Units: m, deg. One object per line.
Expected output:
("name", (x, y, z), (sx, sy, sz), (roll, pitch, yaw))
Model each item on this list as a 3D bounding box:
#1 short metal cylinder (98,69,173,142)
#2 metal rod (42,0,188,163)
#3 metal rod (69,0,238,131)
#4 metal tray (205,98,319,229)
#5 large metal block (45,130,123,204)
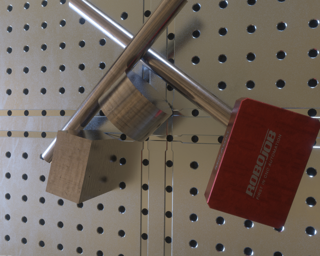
("short metal cylinder", (-0.030, -0.029, 0.394), (0.050, 0.080, 0.080), (-45, 76, 15))
("metal rod", (-0.072, -0.056, 0.418), (0.025, 0.025, 0.299), (49, 112, 13))
("metal rod", (-0.012, -0.093, 0.416), (0.300, 0.025, 0.025), (40, 103, 15))
("metal tray", (0.114, 0.039, 0.355), (0.090, 0.030, 0.129), (17, 96, 0))
("large metal block", (-0.099, 0.047, 0.418), (0.050, 0.080, 0.080), (15, 95, 19))
